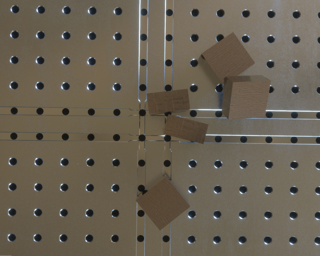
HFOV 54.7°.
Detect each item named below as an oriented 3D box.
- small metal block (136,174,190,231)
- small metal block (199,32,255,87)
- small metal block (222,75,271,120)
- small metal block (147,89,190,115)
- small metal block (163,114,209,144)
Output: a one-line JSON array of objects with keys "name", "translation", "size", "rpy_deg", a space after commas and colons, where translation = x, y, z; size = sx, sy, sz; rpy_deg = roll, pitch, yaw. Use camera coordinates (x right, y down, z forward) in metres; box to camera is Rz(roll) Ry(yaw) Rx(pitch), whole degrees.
[{"name": "small metal block", "translation": [0.004, 0.098, 0.414], "size": [0.050, 0.025, 0.050], "rpy_deg": [-38, 91, 0]}, {"name": "small metal block", "translation": [0.089, -0.090, 0.415], "size": [0.050, 0.025, 0.050], "rpy_deg": [-35, 90, 0]}, {"name": "small metal block", "translation": [0.111, -0.040, 0.401], "size": [0.050, 0.025, 0.050], "rpy_deg": [-4, 116, -10]}, {"name": "small metal block", "translation": [0.010, -0.033, 0.401], "size": [0.050, 0.050, 0.025], "rpy_deg": [-7, 90, 0]}, {"name": "small metal block", "translation": [0.032, 0.001, 0.401], "size": [0.050, 0.050, 0.025], "rpy_deg": [14, 90, -1]}]
